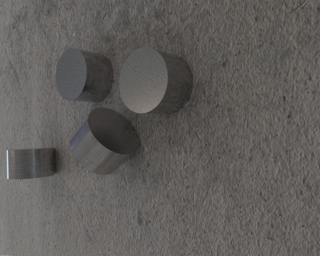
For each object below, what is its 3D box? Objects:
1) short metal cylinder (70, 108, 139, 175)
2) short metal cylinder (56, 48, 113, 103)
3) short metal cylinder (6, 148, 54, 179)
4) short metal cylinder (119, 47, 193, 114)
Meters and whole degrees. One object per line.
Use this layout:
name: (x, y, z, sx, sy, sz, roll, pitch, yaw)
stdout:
short metal cylinder: (-0.077, 0.018, 0.433, 0.050, 0.081, 0.080, -45, 63, 31)
short metal cylinder: (-0.119, -0.081, 0.488, 0.080, 0.050, 0.080, 0, 90, 40)
short metal cylinder: (-0.235, 0.063, 0.564, 0.080, 0.081, 0.050, -3, 88, 40)
short metal cylinder: (-0.006, -0.058, 0.394, 0.080, 0.050, 0.080, 0, 90, 40)
